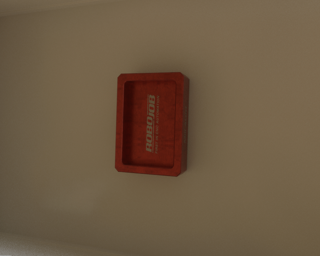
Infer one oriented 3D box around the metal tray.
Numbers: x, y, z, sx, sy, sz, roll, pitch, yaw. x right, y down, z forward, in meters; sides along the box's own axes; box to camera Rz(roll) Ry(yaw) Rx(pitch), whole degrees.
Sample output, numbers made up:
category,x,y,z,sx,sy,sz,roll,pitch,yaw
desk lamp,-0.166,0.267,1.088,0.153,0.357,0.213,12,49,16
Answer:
category,x,y,z,sx,sy,sz,roll,pitch,yaw
metal tray,-0.010,-0.006,0.407,0.090,0.030,0.129,2,90,19
